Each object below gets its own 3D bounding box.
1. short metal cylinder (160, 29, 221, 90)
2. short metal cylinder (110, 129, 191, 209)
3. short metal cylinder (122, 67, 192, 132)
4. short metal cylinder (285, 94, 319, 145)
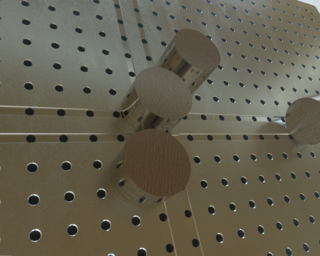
[{"bbox_3d":[0.047,-0.107,0.485,0.081,0.050,0.080,14,56,-21],"label":"short metal cylinder"},{"bbox_3d":[-0.012,0.048,0.358,0.081,0.050,0.080,14,56,-21],"label":"short metal cylinder"},{"bbox_3d":[-0.005,-0.034,0.412,0.081,0.050,0.080,14,56,-21],"label":"short metal cylinder"},{"bbox_3d":[0.265,-0.016,0.529,0.050,0.080,0.080,-13,69,-34],"label":"short metal cylinder"}]
